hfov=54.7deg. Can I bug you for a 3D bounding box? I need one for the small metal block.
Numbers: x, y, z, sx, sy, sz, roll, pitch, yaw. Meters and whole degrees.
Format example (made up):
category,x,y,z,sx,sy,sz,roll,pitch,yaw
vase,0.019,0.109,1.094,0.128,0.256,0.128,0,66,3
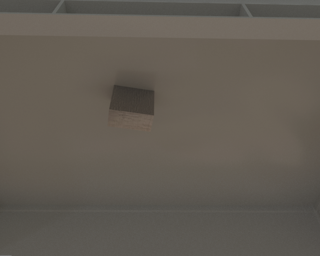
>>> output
category,x,y,z,sx,sy,sz,roll,pitch,yaw
small metal block,-0.034,-0.024,0.372,0.050,0.050,0.025,8,130,-7
